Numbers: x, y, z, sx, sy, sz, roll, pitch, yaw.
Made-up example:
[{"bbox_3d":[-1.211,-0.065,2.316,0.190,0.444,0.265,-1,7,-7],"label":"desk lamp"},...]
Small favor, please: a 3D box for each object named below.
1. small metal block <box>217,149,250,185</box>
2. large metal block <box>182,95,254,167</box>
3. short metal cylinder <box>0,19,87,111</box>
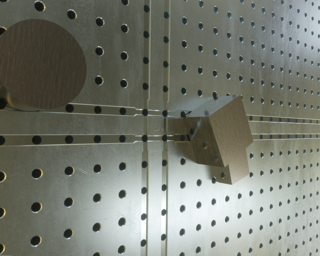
[{"bbox_3d":[0.120,0.060,0.513,0.050,0.025,0.050,-20,103,-39],"label":"small metal block"},{"bbox_3d":[0.090,0.003,0.471,0.081,0.050,0.080,-32,110,-36],"label":"large metal block"},{"bbox_3d":[-0.118,-0.057,0.294,0.081,0.050,0.079,0,90,-40],"label":"short metal cylinder"}]
